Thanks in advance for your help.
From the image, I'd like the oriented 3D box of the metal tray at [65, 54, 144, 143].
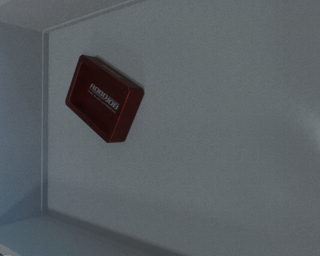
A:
[{"bbox_3d":[-0.090,-0.047,0.479,0.130,0.030,0.089,37,113,34],"label":"metal tray"}]
